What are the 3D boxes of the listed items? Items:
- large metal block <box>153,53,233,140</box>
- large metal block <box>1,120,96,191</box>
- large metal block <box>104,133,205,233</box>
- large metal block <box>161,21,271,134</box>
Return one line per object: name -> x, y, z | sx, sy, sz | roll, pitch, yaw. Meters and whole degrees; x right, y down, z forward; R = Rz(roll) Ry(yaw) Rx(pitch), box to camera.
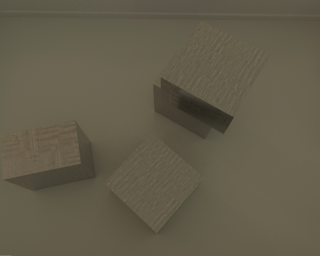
large metal block -> 0.040, -0.037, 0.394 | 0.080, 0.080, 0.050 | 30, 73, 10
large metal block -> -0.127, 0.036, 0.366 | 0.081, 0.080, 0.050 | -12, 71, -4
large metal block -> -0.006, 0.067, 0.372 | 0.080, 0.050, 0.080 | 41, 75, 13
large metal block -> 0.056, -0.053, 0.331 | 0.080, 0.050, 0.080 | 30, 73, 10
